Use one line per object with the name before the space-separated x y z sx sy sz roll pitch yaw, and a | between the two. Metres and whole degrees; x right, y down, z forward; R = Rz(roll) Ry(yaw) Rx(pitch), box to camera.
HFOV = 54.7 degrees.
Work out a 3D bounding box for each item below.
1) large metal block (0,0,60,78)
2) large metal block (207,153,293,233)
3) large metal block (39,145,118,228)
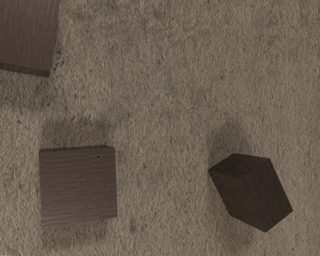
large metal block | -0.158 -0.105 0.338 0.081 0.050 0.080 8 87 -20
large metal block | 0.122 0.085 0.426 0.050 0.080 0.080 -30 100 -18
large metal block | -0.096 0.063 0.361 0.081 0.050 0.079 -2 91 -20
